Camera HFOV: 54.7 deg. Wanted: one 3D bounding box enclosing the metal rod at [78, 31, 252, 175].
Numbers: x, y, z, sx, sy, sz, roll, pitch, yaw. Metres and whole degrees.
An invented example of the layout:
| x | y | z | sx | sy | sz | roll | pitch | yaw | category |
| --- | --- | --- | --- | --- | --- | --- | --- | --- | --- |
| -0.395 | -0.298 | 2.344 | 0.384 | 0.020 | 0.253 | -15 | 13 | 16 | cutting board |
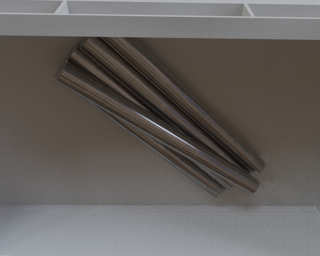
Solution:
| x | y | z | sx | sy | sz | roll | pitch | yaw | category |
| --- | --- | --- | --- | --- | --- | --- | --- | --- | --- |
| 0.025 | -0.011 | 0.398 | 0.025 | 0.025 | 0.301 | -36 | 122 | 26 | metal rod |

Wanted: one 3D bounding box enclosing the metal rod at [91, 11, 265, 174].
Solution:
| x | y | z | sx | sy | sz | roll | pitch | yaw | category |
| --- | --- | --- | --- | --- | --- | --- | --- | --- | --- |
| 0.041 | -0.026 | 0.385 | 0.025 | 0.025 | 0.301 | -36 | 122 | 26 | metal rod |

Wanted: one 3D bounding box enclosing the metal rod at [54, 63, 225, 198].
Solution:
| x | y | z | sx | sy | sz | roll | pitch | yaw | category |
| --- | --- | --- | --- | --- | --- | --- | --- | --- | --- |
| -0.009 | 0.016 | 0.421 | 0.025 | 0.025 | 0.301 | -36 | 122 | 26 | metal rod |

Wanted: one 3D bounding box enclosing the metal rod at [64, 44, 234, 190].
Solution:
| x | y | z | sx | sy | sz | roll | pitch | yaw | category |
| --- | --- | --- | --- | --- | --- | --- | --- | --- | --- |
| 0.006 | 0.001 | 0.408 | 0.025 | 0.025 | 0.301 | -36 | 122 | 26 | metal rod |

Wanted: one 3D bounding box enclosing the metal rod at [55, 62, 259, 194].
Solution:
| x | y | z | sx | sy | sz | roll | pitch | yaw | category |
| --- | --- | --- | --- | --- | --- | --- | --- | --- | --- |
| 0.015 | 0.012 | 0.384 | 0.301 | 0.025 | 0.025 | 31 | 123 | -24 | metal rod |
